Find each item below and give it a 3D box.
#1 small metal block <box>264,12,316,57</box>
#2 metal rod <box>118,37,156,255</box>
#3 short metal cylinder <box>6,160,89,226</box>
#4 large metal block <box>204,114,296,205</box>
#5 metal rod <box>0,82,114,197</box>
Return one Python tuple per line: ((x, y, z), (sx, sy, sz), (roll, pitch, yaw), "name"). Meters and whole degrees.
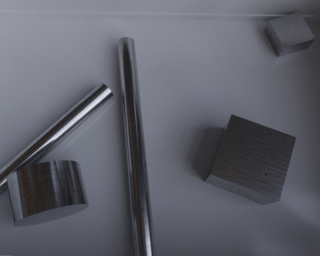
((0.193, -0.140, 0.463), (0.050, 0.025, 0.050), (-18, 71, -7), "small metal block")
((-0.033, 0.014, 0.404), (0.025, 0.025, 0.299), (-6, 70, -3), "metal rod")
((-0.126, 0.075, 0.352), (0.081, 0.080, 0.050), (-16, 71, -6), "short metal cylinder")
((0.110, 0.040, 0.383), (0.080, 0.050, 0.080), (21, 71, 7), "large metal block")
((-0.177, 0.048, 0.389), (0.025, 0.025, 0.301), (42, 75, 13), "metal rod")
